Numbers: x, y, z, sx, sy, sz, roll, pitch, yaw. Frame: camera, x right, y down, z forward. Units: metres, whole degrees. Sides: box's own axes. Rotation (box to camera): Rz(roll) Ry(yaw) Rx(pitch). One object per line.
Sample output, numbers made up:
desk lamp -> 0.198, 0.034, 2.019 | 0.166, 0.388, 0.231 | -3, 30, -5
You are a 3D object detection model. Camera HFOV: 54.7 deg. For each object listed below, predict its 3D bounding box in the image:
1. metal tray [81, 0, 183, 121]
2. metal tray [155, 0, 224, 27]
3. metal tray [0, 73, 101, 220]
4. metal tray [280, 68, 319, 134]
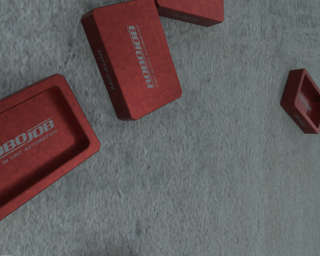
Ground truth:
metal tray -> -0.030, -0.084, 0.378 | 0.091, 0.030, 0.129 | -30, 109, -36
metal tray -> 0.036, -0.199, 0.433 | 0.131, 0.030, 0.089 | -4, 93, -40
metal tray -> -0.131, 0.016, 0.292 | 0.131, 0.030, 0.090 | -38, 113, -34
metal tray -> 0.313, -0.055, 0.667 | 0.130, 0.030, 0.090 | 36, 68, -34
